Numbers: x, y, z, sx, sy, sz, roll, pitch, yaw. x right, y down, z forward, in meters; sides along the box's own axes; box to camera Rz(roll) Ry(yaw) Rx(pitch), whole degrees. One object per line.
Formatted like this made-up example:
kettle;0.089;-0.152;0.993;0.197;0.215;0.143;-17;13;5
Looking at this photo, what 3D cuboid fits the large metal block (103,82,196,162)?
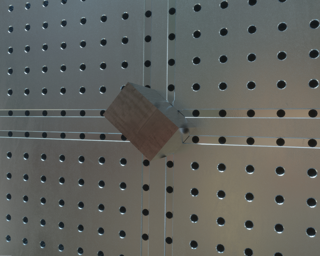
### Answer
large metal block;-0.010;-0.008;0.387;0.080;0.080;0.050;43;104;14
